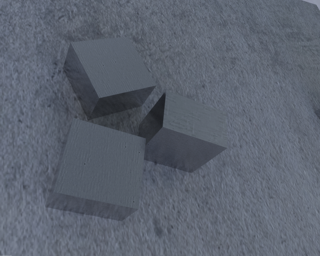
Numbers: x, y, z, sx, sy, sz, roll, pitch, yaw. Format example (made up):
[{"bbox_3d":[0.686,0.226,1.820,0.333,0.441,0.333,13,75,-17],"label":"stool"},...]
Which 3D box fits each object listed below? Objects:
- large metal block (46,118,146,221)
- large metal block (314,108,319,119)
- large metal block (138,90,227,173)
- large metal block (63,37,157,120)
[{"bbox_3d":[-0.065,0.045,0.326,0.081,0.050,0.080,17,55,-19],"label":"large metal block"},{"bbox_3d":[0.361,-0.042,0.593,0.081,0.080,0.050,-23,74,-36],"label":"large metal block"},{"bbox_3d":[0.024,0.009,0.378,0.081,0.080,0.050,18,55,-18],"label":"large metal block"},{"bbox_3d":[-0.065,-0.065,0.394,0.081,0.050,0.080,-18,72,-35],"label":"large metal block"}]
